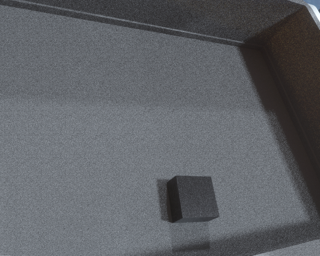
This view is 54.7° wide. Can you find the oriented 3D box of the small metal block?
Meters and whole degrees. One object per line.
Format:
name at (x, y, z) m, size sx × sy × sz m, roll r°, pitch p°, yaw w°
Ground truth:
small metal block at (0.039, 0.086, 0.376) m, size 0.050 × 0.025 × 0.050 m, roll 6°, pitch 59°, yaw -26°
